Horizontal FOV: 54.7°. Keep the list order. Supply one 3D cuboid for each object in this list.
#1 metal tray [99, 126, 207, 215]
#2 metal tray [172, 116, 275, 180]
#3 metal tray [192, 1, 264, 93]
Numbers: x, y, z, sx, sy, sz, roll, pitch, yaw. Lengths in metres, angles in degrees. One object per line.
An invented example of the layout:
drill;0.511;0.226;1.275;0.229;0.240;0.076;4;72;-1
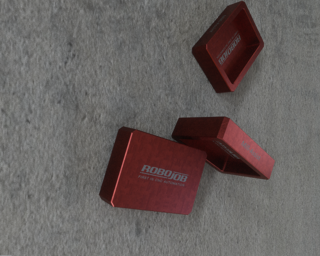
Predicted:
metal tray;-0.003;0.058;0.394;0.131;0.030;0.090;19;85;-39
metal tray;0.091;0.030;0.440;0.130;0.090;0.030;36;68;-35
metal tray;0.114;-0.130;0.499;0.130;0.030;0.090;-53;121;-27
